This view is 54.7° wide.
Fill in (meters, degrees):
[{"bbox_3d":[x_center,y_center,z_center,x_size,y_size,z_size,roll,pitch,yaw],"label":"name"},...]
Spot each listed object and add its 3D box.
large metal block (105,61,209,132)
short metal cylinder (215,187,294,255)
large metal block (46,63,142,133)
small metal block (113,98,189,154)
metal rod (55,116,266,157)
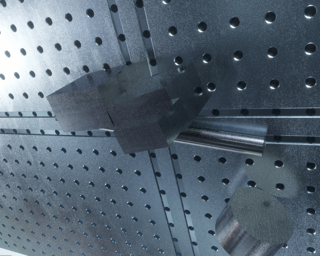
[{"bbox_3d":[0.000,-0.029,0.357,0.080,0.080,0.050,-14,111,33],"label":"large metal block"},{"bbox_3d":[0.117,0.122,0.389,0.080,0.080,0.050,27,128,10],"label":"short metal cylinder"},{"bbox_3d":[-0.078,-0.038,0.391,0.080,0.080,0.050,-6,116,30],"label":"large metal block"},{"bbox_3d":[-0.007,-0.002,0.293,0.050,0.050,0.025,-12,112,33],"label":"small metal block"},{"bbox_3d":[-0.016,0.001,0.418,0.301,0.025,0.025,9,122,23],"label":"metal rod"}]
